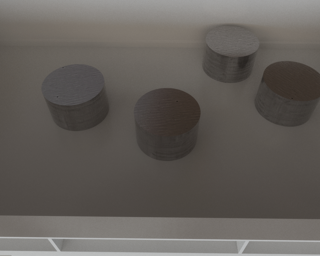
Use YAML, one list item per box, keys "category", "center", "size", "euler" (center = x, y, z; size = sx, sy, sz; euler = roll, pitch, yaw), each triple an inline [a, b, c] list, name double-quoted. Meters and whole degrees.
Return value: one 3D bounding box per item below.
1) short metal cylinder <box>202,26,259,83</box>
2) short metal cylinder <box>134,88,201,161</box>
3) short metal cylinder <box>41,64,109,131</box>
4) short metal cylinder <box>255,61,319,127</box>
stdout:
- category: "short metal cylinder"
  center: [0.109, -0.116, 0.487]
  size: [0.080, 0.050, 0.080]
  euler: [0, 50, 0]
- category: "short metal cylinder"
  center: [0.009, -0.005, 0.393]
  size: [0.080, 0.050, 0.080]
  euler: [0, 50, 0]
- category: "short metal cylinder"
  center: [-0.113, -0.042, 0.423]
  size: [0.080, 0.050, 0.080]
  euler: [0, 50, 0]
- category: "short metal cylinder"
  center: [0.178, -0.048, 0.430]
  size: [0.080, 0.050, 0.080]
  euler: [0, 50, 0]
